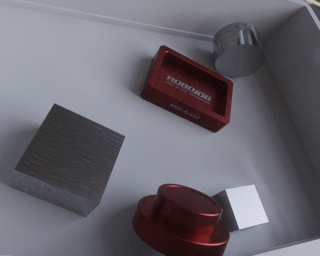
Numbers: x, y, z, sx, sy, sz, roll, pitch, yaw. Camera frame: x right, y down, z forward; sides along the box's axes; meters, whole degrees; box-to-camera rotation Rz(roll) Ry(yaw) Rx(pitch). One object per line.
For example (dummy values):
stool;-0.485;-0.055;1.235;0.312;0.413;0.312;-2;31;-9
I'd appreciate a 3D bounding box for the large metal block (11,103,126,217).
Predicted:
large metal block;-0.092;0.034;0.320;0.080;0.050;0.080;26;52;-13

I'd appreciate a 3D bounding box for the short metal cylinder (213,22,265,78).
short metal cylinder;0.131;-0.130;0.523;0.081;0.080;0.050;14;56;-21

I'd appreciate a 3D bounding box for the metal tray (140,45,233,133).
metal tray;0.045;-0.058;0.463;0.131;0.030;0.090;25;53;-14

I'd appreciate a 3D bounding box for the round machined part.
round machined part;0.025;0.090;0.318;0.099;0.098;0.042;15;99;-20

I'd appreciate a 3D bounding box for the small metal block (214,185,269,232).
small metal block;0.105;0.104;0.401;0.050;0.025;0.050;-2;63;-29
